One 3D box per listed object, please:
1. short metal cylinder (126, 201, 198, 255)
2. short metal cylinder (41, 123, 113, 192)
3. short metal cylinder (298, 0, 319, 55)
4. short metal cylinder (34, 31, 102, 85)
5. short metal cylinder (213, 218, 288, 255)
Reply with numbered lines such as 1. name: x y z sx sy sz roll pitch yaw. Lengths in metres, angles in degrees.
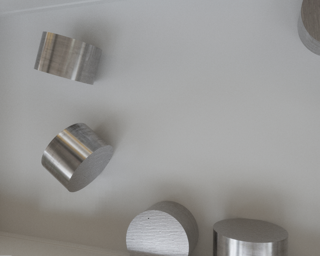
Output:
1. short metal cylinder: 0.004 0.139 0.396 0.080 0.050 0.080 0 90 20
2. short metal cylinder: -0.110 0.040 0.420 0.050 0.080 0.080 38 102 16
3. short metal cylinder: 0.192 -0.120 0.329 0.080 0.050 0.080 0 90 20
4. short metal cylinder: -0.125 -0.094 0.425 0.080 0.080 0.050 18 96 19
5. short metal cylinder: 0.100 0.138 0.346 0.080 0.080 0.050 1 91 20
